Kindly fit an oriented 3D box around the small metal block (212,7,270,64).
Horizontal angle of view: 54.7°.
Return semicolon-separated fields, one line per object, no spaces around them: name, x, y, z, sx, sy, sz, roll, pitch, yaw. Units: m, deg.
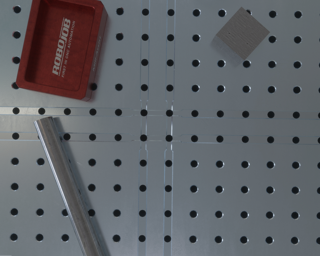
small metal block;0.108;-0.123;0.414;0.050;0.025;0.050;42;90;0

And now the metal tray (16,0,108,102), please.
metal tray;-0.128;-0.107;0.409;0.091;0.030;0.129;11;90;0

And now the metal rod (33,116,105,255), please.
metal rod;-0.103;0.129;0.412;0.025;0.025;0.299;-21;90;0
